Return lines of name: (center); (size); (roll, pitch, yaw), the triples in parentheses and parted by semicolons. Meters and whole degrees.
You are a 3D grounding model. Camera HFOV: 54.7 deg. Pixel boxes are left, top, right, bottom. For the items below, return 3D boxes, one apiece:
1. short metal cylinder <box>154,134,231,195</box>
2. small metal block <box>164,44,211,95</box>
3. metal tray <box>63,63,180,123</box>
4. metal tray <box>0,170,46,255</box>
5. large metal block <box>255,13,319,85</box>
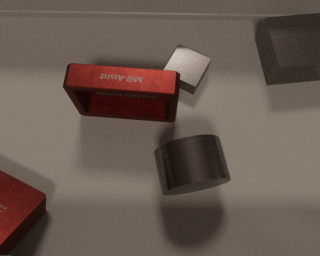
short metal cylinder: (0.037, 0.045, 0.364); (0.081, 0.080, 0.050); (-10, 71, -4)
small metal block: (0.038, -0.083, 0.441); (0.050, 0.025, 0.050); (27, 72, 9)
metal tray: (-0.043, -0.041, 0.389); (0.131, 0.090, 0.030); (4, 70, 1)
metal tray: (-0.210, 0.086, 0.349); (0.130, 0.030, 0.090); (25, 38, 8)
large metal block: (0.190, -0.111, 0.439); (0.081, 0.050, 0.080); (-6, 70, -3)
